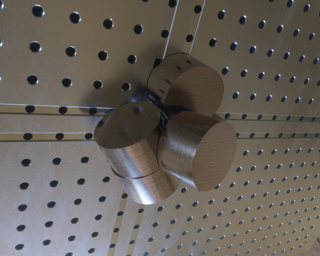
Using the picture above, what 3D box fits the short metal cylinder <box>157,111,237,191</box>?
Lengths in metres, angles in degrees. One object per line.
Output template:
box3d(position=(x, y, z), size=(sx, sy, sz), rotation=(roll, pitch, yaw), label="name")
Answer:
box3d(position=(0.043, 0.025, 0.352), size=(0.081, 0.050, 0.079), rotation=(-20, 120, -41), label="short metal cylinder")

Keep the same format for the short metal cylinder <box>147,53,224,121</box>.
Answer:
box3d(position=(0.031, -0.046, 0.384), size=(0.081, 0.050, 0.079), rotation=(-14, 125, -21), label="short metal cylinder")

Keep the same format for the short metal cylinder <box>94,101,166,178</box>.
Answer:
box3d(position=(-0.030, 0.013, 0.368), size=(0.080, 0.080, 0.050), rotation=(-30, 129, -10), label="short metal cylinder")

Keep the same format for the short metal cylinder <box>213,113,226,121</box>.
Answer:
box3d(position=(0.055, 0.012, 0.434), size=(0.081, 0.050, 0.079), rotation=(-14, 125, -21), label="short metal cylinder")

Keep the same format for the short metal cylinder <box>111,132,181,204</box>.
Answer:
box3d(position=(-0.016, 0.050, 0.399), size=(0.080, 0.080, 0.050), rotation=(-30, 129, -10), label="short metal cylinder")
